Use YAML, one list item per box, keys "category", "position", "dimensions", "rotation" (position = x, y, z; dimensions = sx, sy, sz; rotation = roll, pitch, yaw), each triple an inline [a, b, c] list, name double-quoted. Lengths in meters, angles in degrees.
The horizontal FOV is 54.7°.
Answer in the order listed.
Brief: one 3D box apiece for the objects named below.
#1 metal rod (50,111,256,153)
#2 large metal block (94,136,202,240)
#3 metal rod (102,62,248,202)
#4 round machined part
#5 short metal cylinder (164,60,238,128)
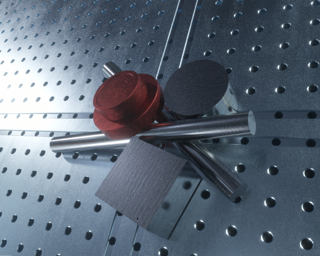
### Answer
- category: "metal rod"
  position: [-0.033, 0.010, 0.394]
  dimensions: [0.300, 0.025, 0.025]
  rotation: [-7, 58, 32]
- category: "large metal block"
  position: [-0.013, 0.066, 0.354]
  dimensions: [0.080, 0.050, 0.080]
  rotation: [22, 73, 35]
- category: "metal rod"
  position: [0.000, -0.015, 0.417]
  dimensions: [0.025, 0.025, 0.300]
  rotation: [-43, 51, -2]
- category: "round machined part"
  position: [-0.046, -0.036, 0.399]
  dimensions: [0.098, 0.042, 0.098]
  rotation: [-19, 44, 20]
- category: "short metal cylinder"
  position: [0.052, -0.038, 0.386]
  dimensions: [0.080, 0.050, 0.080]
  rotation: [-13, 56, 20]
